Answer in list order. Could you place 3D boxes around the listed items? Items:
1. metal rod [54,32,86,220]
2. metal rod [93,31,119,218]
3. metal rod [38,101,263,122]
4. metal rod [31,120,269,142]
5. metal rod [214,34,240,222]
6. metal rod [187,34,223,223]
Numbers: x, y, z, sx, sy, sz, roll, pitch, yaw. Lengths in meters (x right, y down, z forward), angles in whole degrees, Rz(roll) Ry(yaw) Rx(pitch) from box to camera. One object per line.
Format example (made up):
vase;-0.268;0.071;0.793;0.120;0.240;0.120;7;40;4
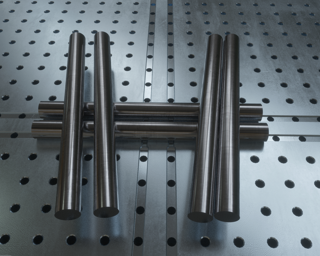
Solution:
metal rod;-0.111;-0.028;0.399;0.025;0.025;0.300;-6;50;-5
metal rod;-0.073;-0.030;0.401;0.025;0.025;0.300;-6;50;-5
metal rod;-0.013;-0.023;0.428;0.302;0.025;0.025;1;50;0
metal rod;-0.013;0.004;0.406;0.302;0.025;0.025;1;50;0
metal rod;0.090;-0.026;0.399;0.025;0.025;0.300;7;50;6
metal rod;0.064;-0.026;0.398;0.025;0.025;0.300;7;50;6
